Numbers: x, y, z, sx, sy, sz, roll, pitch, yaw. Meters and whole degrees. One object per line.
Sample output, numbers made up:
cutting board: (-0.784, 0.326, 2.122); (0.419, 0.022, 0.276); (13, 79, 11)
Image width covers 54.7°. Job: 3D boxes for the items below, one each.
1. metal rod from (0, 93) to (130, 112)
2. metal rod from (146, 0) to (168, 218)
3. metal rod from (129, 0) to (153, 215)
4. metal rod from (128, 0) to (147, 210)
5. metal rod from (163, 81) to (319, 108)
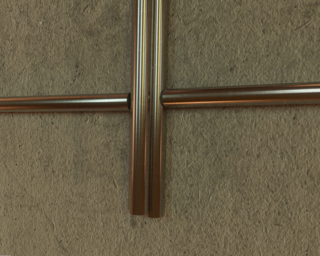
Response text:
metal rod: (-0.182, -0.037, 0.472); (0.301, 0.025, 0.025); (1, 90, 19)
metal rod: (-0.004, -0.033, 0.412); (0.025, 0.025, 0.298); (1, 90, 19)
metal rod: (-0.024, -0.041, 0.396); (0.025, 0.025, 0.298); (1, 90, 19)
metal rod: (-0.028, -0.039, 0.420); (0.025, 0.025, 0.298); (1, 90, 19)
metal rod: (0.150, -0.040, 0.357); (0.301, 0.025, 0.025); (0, 90, 19)
